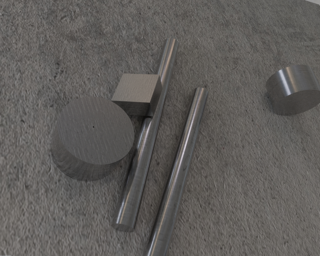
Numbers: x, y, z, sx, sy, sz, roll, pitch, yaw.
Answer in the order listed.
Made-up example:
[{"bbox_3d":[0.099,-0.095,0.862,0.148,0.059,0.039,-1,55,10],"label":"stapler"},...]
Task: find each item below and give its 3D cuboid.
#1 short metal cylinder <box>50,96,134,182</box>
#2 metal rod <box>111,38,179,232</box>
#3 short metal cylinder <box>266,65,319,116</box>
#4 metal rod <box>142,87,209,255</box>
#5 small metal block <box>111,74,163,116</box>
[{"bbox_3d":[-0.075,0.012,0.340,0.081,0.050,0.080,14,56,-21],"label":"short metal cylinder"},{"bbox_3d":[-0.010,-0.015,0.407,0.025,0.025,0.300,24,53,-14],"label":"metal rod"},{"bbox_3d":[0.228,-0.063,0.530,0.081,0.080,0.050,7,59,-25],"label":"short metal cylinder"},{"bbox_3d":[0.021,0.061,0.377,0.025,0.025,0.300,28,52,-11],"label":"metal rod"},{"bbox_3d":[-0.028,-0.044,0.399,0.050,0.025,0.050,5,52,16],"label":"small metal block"}]
